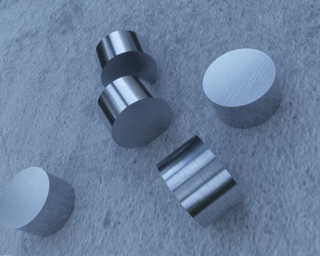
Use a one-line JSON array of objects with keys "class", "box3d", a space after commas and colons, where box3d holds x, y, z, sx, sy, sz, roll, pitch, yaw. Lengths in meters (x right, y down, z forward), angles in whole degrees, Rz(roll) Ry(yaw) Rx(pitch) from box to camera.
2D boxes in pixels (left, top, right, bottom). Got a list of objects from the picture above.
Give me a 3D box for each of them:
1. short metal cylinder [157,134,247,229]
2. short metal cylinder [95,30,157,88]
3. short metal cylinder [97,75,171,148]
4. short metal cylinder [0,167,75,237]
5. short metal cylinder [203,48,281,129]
[{"class": "short metal cylinder", "box3d": [0.041, 0.053, 0.314, 0.050, 0.080, 0.080, -38, 51, 2]}, {"class": "short metal cylinder", "box3d": [-0.050, -0.093, 0.450, 0.080, 0.080, 0.050, -29, 52, 9]}, {"class": "short metal cylinder", "box3d": [-0.033, -0.020, 0.397, 0.080, 0.080, 0.050, -38, 51, 2]}, {"class": "short metal cylinder", "box3d": [-0.162, 0.098, 0.411, 0.080, 0.050, 0.080, -13, 56, 20]}, {"class": "short metal cylinder", "box3d": [0.097, -0.046, 0.365, 0.080, 0.050, 0.080, -13, 56, 20]}]
